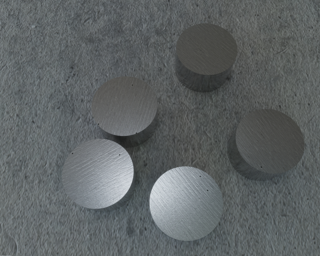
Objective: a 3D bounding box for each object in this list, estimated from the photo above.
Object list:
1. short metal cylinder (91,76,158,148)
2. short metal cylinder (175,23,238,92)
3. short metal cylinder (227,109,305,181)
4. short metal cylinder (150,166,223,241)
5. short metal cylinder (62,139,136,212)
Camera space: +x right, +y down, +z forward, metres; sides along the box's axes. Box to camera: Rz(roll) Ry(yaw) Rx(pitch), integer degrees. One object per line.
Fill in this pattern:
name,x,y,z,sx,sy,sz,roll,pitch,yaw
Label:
short metal cylinder,-0.043,-0.020,0.402,0.081,0.050,0.080,0,70,0
short metal cylinder,0.062,-0.096,0.430,0.081,0.050,0.080,0,70,0
short metal cylinder,0.129,0.023,0.387,0.081,0.050,0.080,0,70,0
short metal cylinder,0.029,0.090,0.362,0.081,0.050,0.080,0,70,0
short metal cylinder,-0.070,0.059,0.373,0.081,0.050,0.080,0,70,0
